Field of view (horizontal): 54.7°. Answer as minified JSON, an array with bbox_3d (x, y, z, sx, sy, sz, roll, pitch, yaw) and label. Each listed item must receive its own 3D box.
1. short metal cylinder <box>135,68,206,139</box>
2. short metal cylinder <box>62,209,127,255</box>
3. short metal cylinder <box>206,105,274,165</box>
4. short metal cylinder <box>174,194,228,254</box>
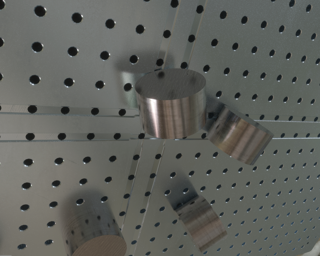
[{"bbox_3d":[0.014,-0.031,0.364,0.081,0.080,0.050,-19,126,-18],"label":"short metal cylinder"},{"bbox_3d":[-0.094,0.165,0.446,0.081,0.050,0.079,-14,124,-21],"label":"short metal cylinder"},{"bbox_3d":[0.114,0.009,0.443,0.080,0.080,0.050,20,108,-36],"label":"short metal cylinder"},{"bbox_3d":[0.066,0.157,0.509,0.050,0.080,0.080,-31,129,-9],"label":"short metal cylinder"}]
